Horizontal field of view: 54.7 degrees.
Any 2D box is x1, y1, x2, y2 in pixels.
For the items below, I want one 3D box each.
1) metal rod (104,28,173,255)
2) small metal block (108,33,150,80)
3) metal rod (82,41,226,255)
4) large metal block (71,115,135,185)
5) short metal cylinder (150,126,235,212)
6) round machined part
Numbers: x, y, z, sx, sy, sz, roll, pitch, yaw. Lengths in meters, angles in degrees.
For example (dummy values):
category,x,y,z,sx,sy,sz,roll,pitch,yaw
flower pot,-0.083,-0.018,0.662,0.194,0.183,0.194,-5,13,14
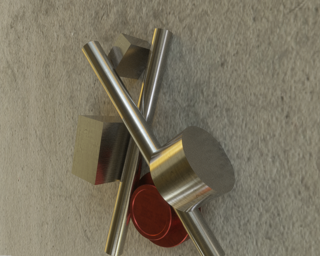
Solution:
category,x,y,z,sx,sy,sz,roll,pitch,yaw
metal rod,-0.029,0.020,0.408,0.025,0.025,0.298,15,93,38
small metal block,-0.041,-0.096,0.421,0.050,0.050,0.025,-52,60,27
metal rod,-0.015,0.019,0.372,0.025,0.025,0.299,-39,75,33
large metal block,-0.068,0.027,0.424,0.050,0.081,0.079,15,100,39
short metal cylinder,0.036,0.045,0.340,0.050,0.081,0.080,-39,67,33
round machined part,0.000,0.103,0.395,0.098,0.042,0.097,0,90,39
